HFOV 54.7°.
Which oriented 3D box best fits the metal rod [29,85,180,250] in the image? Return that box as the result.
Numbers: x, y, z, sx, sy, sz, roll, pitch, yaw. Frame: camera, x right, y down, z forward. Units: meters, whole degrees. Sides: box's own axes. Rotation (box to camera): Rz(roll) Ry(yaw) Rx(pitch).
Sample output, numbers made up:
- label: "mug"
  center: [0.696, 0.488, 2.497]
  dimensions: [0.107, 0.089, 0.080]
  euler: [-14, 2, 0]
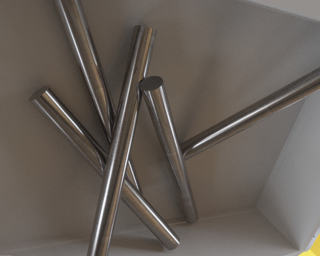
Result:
- label: "metal rod"
  center: [-0.053, 0.070, 0.397]
  dimensions: [0.025, 0.025, 0.299]
  euler: [-37, 121, -4]

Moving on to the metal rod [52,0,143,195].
- label: "metal rod"
  center: [-0.064, -0.019, 0.363]
  dimensions: [0.025, 0.025, 0.298]
  euler: [-24, 127, -14]

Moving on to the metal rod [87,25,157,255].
- label: "metal rod"
  center: [-0.048, 0.036, 0.358]
  dimensions: [0.025, 0.025, 0.298]
  euler: [8, 100, -32]

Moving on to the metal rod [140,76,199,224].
- label: "metal rod"
  center: [0.023, 0.054, 0.432]
  dimensions: [0.025, 0.025, 0.299]
  euler: [-28, 136, -11]

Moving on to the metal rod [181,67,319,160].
- label: "metal rod"
  center: [0.144, -0.031, 0.390]
  dimensions: [0.300, 0.025, 0.025]
  euler: [-31, 134, 24]
